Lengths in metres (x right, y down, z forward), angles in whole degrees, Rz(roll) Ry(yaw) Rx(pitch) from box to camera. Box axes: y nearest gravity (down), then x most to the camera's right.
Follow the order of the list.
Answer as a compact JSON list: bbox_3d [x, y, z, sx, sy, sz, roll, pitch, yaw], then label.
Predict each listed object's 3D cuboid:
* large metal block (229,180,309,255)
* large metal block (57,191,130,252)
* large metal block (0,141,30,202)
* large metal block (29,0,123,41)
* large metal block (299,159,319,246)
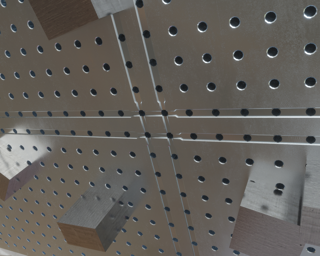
[{"bbox_3d":[0.141,0.124,0.397,0.080,0.050,0.079,16,125,19],"label":"large metal block"},{"bbox_3d":[-0.111,0.156,0.528,0.080,0.080,0.050,-1,118,28],"label":"large metal block"},{"bbox_3d":[-0.312,0.084,0.608,0.080,0.050,0.079,36,129,3],"label":"large metal block"},{"bbox_3d":[-0.102,-0.155,0.351,0.080,0.050,0.080,-10,114,32],"label":"large metal block"},{"bbox_3d":[0.194,0.081,0.324,0.080,0.080,0.050,6,121,24],"label":"large metal block"}]
